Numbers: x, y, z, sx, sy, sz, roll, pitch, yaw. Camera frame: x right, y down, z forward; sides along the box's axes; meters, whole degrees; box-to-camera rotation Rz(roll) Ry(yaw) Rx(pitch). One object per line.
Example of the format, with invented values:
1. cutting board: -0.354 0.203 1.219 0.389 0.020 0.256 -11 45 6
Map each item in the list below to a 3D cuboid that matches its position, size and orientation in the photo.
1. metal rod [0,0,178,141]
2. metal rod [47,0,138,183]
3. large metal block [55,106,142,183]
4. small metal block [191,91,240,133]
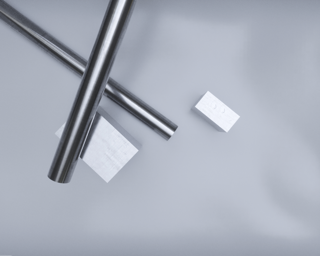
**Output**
1. metal rod: -0.105 -0.080 0.409 0.301 0.025 0.025 36 90 -1
2. metal rod: -0.053 -0.082 0.310 0.025 0.025 0.298 22 99 -1
3. large metal block: -0.070 0.015 0.383 0.080 0.080 0.050 43 90 -1
4. small metal block: 0.070 -0.020 0.400 0.050 0.050 0.025 39 90 -1
